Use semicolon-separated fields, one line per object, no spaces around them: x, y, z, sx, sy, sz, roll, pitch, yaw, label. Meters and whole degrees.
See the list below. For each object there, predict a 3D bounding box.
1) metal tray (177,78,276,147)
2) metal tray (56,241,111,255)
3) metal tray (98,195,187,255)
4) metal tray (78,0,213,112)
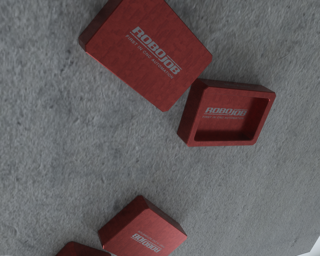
0.097;-0.019;0.446;0.131;0.030;0.089;1;118;-29;metal tray
-0.143;0.240;0.474;0.130;0.030;0.090;-47;130;4;metal tray
-0.024;0.173;0.499;0.090;0.030;0.130;-42;130;0;metal tray
-0.011;-0.087;0.345;0.090;0.030;0.130;-49;129;6;metal tray
